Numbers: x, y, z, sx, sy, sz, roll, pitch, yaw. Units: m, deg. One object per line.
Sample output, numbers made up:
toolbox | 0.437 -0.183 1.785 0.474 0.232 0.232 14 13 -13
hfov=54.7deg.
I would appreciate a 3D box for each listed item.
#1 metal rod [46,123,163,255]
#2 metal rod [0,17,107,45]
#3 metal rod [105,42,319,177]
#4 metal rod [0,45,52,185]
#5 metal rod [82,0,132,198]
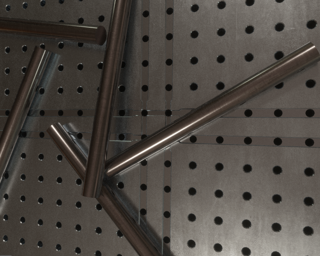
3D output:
metal rod | -0.065 0.111 0.434 0.025 0.025 0.300 -44 77 14
metal rod | -0.213 -0.154 0.472 0.301 0.025 0.025 13 94 24
metal rod | 0.052 -0.014 0.393 0.300 0.025 0.025 -30 80 17
metal rod | -0.240 0.013 0.494 0.025 0.025 0.298 28 99 17
metal rod | -0.070 -0.056 0.422 0.025 0.025 0.298 8 87 19
